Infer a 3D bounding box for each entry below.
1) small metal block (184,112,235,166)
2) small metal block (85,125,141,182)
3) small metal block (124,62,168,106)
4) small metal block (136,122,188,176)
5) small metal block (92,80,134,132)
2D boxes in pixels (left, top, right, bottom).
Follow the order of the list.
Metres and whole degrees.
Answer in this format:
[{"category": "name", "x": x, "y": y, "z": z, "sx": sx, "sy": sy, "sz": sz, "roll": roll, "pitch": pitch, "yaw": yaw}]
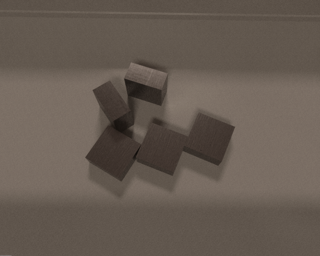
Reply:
[{"category": "small metal block", "x": 0.064, "y": 0.015, "z": 0.405, "sx": 0.050, "sy": 0.025, "sz": 0.050, "roll": 23, "pitch": 71, "yaw": 7}, {"category": "small metal block", "x": -0.058, "y": 0.033, "z": 0.397, "sx": 0.050, "sy": 0.025, "sz": 0.050, "roll": 30, "pitch": 72, "yaw": 10}, {"category": "small metal block", "x": -0.018, "y": -0.058, "z": 0.417, "sx": 0.050, "sy": 0.050, "sz": 0.025, "roll": 18, "pitch": 71, "yaw": 6}, {"category": "small metal block", "x": 0.003, "y": 0.028, "z": 0.400, "sx": 0.050, "sy": 0.025, "sz": 0.050, "roll": 21, "pitch": 71, "yaw": 7}, {"category": "small metal block", "x": -0.060, "y": -0.026, "z": 0.405, "sx": 0.025, "sy": 0.050, "sz": 0.050, "roll": -32, "pitch": 74, "yaw": -11}]
